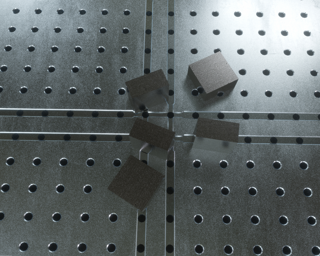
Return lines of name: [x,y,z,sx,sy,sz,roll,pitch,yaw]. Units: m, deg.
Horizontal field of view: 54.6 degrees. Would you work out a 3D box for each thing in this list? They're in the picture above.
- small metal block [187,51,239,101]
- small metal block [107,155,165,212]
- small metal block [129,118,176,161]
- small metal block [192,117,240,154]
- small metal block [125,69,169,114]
small metal block: [0.074,-0.073,0.439,0.050,0.025,0.050,-26,72,-9]
small metal block: [-0.029,0.070,0.386,0.050,0.025,0.050,31,73,10]
small metal block: [-0.009,0.015,0.393,0.050,0.050,0.025,21,72,7]
small metal block: [0.069,0.011,0.395,0.050,0.050,0.025,9,71,3]
small metal block: [-0.016,-0.048,0.416,0.050,0.050,0.025,-22,72,-8]
